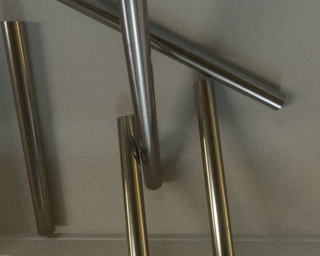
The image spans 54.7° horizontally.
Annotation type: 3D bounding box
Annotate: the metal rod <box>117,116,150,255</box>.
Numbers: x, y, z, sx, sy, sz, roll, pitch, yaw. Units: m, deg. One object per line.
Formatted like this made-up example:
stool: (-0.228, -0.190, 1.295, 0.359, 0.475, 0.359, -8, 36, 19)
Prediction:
metal rod: (-0.028, 0.132, 0.378, 0.025, 0.025, 0.299, -7, 78, 2)

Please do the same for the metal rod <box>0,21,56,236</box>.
metal rod: (-0.172, 0.015, 0.414, 0.025, 0.025, 0.298, -1, 110, 0)

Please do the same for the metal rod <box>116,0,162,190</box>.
metal rod: (-0.017, -0.027, 0.337, 0.025, 0.025, 0.298, -4, 135, 1)

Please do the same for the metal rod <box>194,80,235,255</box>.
metal rod: (0.070, 0.090, 0.377, 0.025, 0.025, 0.298, -6, 84, 2)

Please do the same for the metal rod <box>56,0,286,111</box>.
metal rod: (0.020, -0.096, 0.376, 0.301, 0.025, 0.025, 25, 108, -9)
